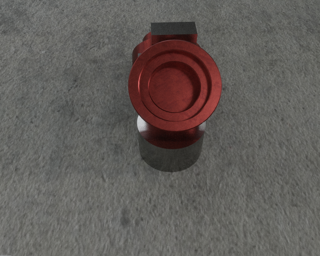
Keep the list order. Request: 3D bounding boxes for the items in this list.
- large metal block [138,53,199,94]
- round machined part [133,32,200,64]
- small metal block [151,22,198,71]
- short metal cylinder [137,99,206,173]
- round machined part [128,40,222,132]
[{"bbox_3d":[0.013,-0.052,0.412,0.081,0.080,0.050,-2,50,-2],"label":"large metal block"},{"bbox_3d":[0.010,-0.106,0.441,0.099,0.098,0.042,-2,75,-2],"label":"round machined part"},{"bbox_3d":[0.015,-0.095,0.364,0.050,0.050,0.025,-2,50,-2],"label":"small metal block"},{"bbox_3d":[0.013,0.008,0.383,0.081,0.050,0.080,0,50,0],"label":"short metal cylinder"},{"bbox_3d":[0.016,-0.044,0.345,0.099,0.042,0.097,0,88,-2],"label":"round machined part"}]
